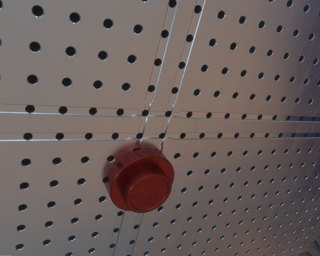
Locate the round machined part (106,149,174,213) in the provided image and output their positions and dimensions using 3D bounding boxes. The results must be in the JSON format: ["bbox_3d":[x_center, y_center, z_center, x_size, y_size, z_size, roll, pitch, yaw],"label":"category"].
[{"bbox_3d":[-0.023,0.081,0.440,0.099,0.042,0.097,-14,125,-21],"label":"round machined part"}]
